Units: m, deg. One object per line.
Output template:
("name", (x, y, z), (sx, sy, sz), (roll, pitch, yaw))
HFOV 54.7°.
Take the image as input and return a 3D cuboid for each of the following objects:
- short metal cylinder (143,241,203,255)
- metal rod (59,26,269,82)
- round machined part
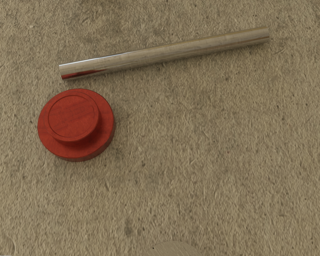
("short metal cylinder", (0.014, 0.164, 0.335), (0.081, 0.050, 0.080), (0, 70, 0))
("metal rod", (0.010, -0.108, 0.447), (0.302, 0.025, 0.025), (-12, 71, -5))
("round machined part", (-0.109, -0.008, 0.401), (0.099, 0.042, 0.098), (0, 70, -1))
